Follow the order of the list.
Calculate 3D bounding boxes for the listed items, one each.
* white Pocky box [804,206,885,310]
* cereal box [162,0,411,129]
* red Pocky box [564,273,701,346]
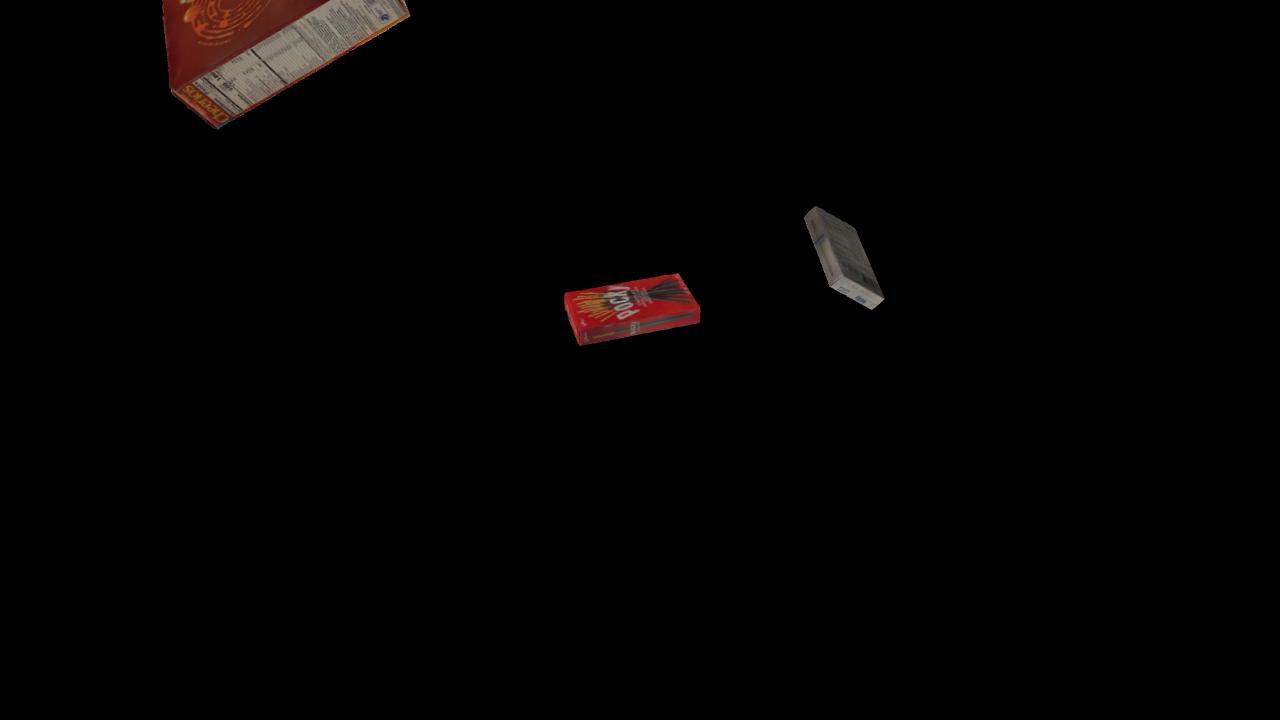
[{"bbox_3d":[0.278,-0.143,0.842,0.084,0.154,0.028,21,-47,-24],"label":"white Pocky box"},{"bbox_3d":[-0.473,-0.463,0.812,0.306,0.203,0.081,-28,-26,5],"label":"cereal box"},{"bbox_3d":[-0.010,-0.064,0.759,0.155,0.028,0.083,-12,43,-13],"label":"red Pocky box"}]
